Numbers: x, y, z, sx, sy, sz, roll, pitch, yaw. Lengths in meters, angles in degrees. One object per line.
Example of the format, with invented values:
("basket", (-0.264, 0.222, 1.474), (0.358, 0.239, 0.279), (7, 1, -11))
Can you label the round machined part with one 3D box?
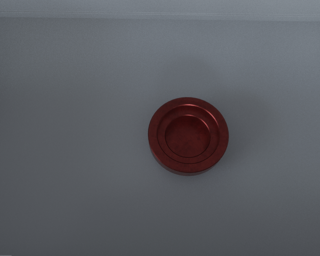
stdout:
("round machined part", (0.035, 0.013, 0.396), (0.099, 0.042, 0.098), (0, 70, 0))
